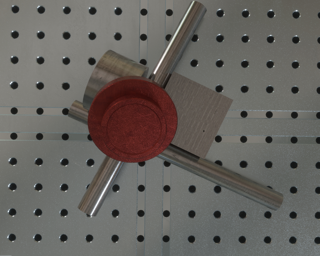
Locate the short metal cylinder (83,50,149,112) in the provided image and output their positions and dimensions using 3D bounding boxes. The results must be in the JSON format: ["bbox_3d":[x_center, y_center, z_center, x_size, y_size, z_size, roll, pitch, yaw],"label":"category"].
[{"bbox_3d":[-0.054,-0.049,0.384,0.050,0.080,0.080,25,90,-1],"label":"short metal cylinder"}]

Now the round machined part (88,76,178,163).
[{"bbox_3d":[-0.029,-0.005,0.339,0.099,0.042,0.097,-3,110,-7],"label":"round machined part"}]

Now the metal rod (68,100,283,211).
[{"bbox_3d":[0.021,0.037,0.413,0.301,0.025,0.025,25,90,-1],"label":"metal rod"}]

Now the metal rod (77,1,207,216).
[{"bbox_3d":[-0.019,-0.030,0.394,0.025,0.025,0.299,28,82,-1],"label":"metal rod"}]

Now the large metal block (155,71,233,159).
[{"bbox_3d":[0.035,-0.016,0.398,0.080,0.050,0.080,26,90,-1],"label":"large metal block"}]
